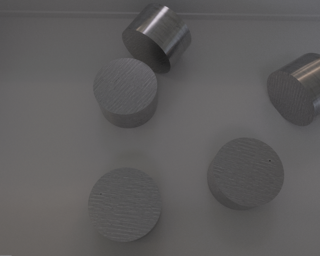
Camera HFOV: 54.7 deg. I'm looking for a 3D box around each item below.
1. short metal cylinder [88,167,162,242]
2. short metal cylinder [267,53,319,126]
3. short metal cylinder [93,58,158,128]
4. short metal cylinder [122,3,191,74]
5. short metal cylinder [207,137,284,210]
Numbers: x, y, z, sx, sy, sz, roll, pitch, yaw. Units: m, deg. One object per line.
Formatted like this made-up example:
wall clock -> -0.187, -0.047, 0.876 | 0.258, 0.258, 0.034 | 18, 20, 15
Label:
short metal cylinder -> -0.038, 0.091, 0.363 | 0.081, 0.050, 0.080 | 0, 70, 0
short metal cylinder -> 0.186, -0.049, 0.399 | 0.050, 0.080, 0.080 | -30, 73, -10
short metal cylinder -> -0.044, -0.045, 0.412 | 0.081, 0.050, 0.080 | 0, 70, 0
short metal cylinder -> -0.005, -0.121, 0.424 | 0.080, 0.080, 0.050 | 33, 74, 11
short metal cylinder -> 0.101, 0.057, 0.376 | 0.081, 0.050, 0.080 | 0, 70, 0
